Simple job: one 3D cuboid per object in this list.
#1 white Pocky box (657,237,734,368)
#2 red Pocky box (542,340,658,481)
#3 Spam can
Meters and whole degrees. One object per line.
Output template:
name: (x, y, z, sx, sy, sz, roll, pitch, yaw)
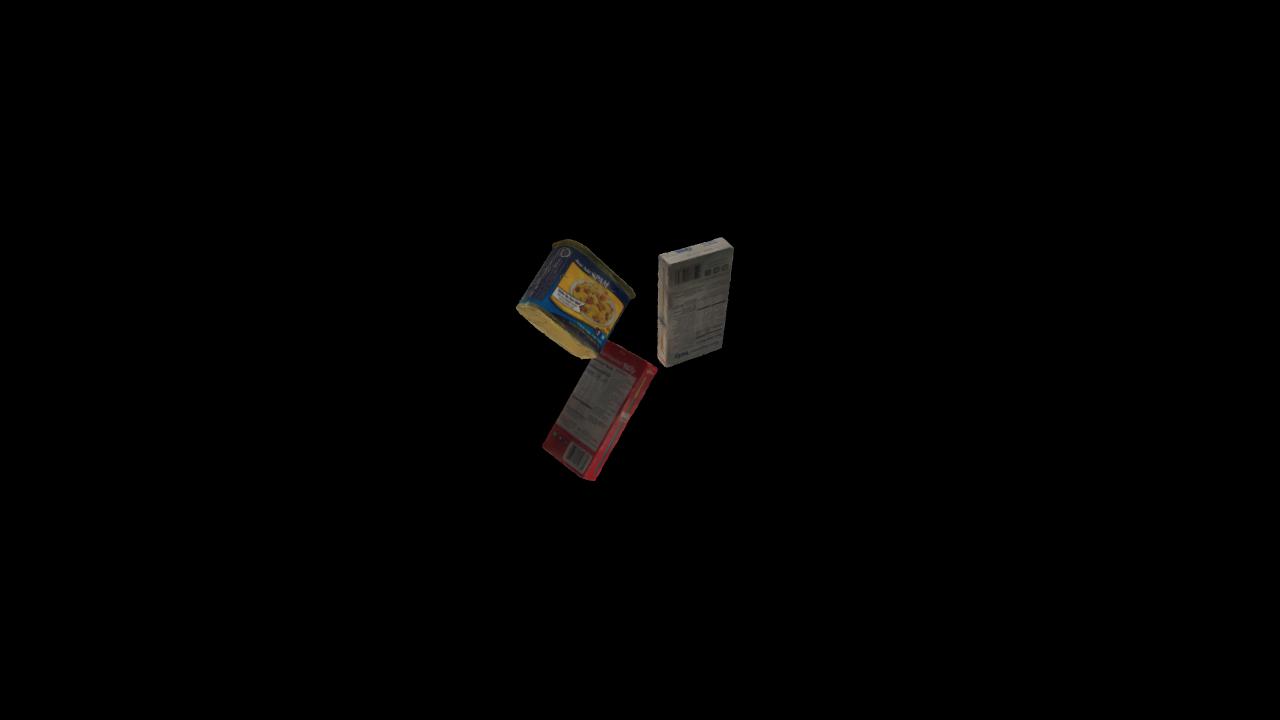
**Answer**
white Pocky box: (0.063, -0.064, 0.723, 0.084, 0.154, 0.028, -19, 46, -18)
red Pocky box: (-0.048, 0.058, 0.732, 0.083, 0.155, 0.028, 29, -1, 39)
Spam can: (-0.067, -0.061, 0.647, 0.101, 0.085, 0.058, 39, -22, -29)
